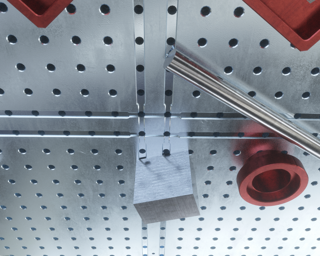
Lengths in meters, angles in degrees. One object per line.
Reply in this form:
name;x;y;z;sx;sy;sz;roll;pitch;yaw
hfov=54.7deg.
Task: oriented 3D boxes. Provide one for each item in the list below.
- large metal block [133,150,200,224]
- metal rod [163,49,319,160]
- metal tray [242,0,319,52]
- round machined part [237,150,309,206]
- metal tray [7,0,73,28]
large metal block;0.010;0.085;0.448;0.080;0.080;0.050;-12;129;9
metal rod;0.136;-0.015;0.401;0.301;0.025;0.025;27;125;-22
metal tray;0.126;-0.143;0.288;0.131;0.030;0.090;29;124;-23
round machined part;0.164;0.071;0.464;0.099;0.042;0.097;-1;130;0
metal tray;-0.124;-0.164;0.266;0.090;0.030;0.130;-33;123;24
